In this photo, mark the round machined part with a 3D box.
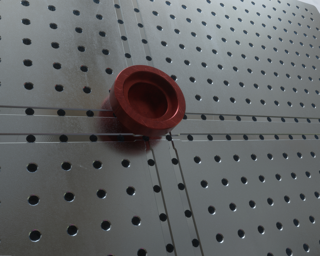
[{"bbox_3d":[-0.019,-0.031,0.407,0.099,0.042,0.098,14,56,-21],"label":"round machined part"}]
